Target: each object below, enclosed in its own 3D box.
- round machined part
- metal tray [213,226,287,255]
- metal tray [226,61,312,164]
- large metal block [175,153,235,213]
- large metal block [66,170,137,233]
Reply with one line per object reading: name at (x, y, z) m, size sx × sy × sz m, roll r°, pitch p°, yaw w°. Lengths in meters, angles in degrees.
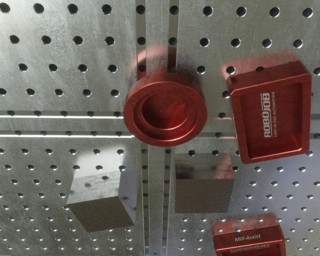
round machined part at (0.006, -0.026, 0.378) m, size 0.099 × 0.042 × 0.097 m, roll 0°, pitch 130°, yaw 0°
metal tray at (0.179, 0.240, 0.614) m, size 0.130 × 0.030 × 0.090 m, roll -13°, pitch 129°, yaw 10°
metal tray at (0.141, -0.014, 0.397) m, size 0.090 × 0.030 × 0.129 m, roll -12°, pitch 129°, yaw 10°
large metal block at (0.063, 0.084, 0.467) m, size 0.080 × 0.050 × 0.079 m, roll -1°, pitch 130°, yaw 0°
large metal block at (-0.089, 0.118, 0.495) m, size 0.080 × 0.050 × 0.080 m, roll -11°, pitch 129°, yaw 9°
